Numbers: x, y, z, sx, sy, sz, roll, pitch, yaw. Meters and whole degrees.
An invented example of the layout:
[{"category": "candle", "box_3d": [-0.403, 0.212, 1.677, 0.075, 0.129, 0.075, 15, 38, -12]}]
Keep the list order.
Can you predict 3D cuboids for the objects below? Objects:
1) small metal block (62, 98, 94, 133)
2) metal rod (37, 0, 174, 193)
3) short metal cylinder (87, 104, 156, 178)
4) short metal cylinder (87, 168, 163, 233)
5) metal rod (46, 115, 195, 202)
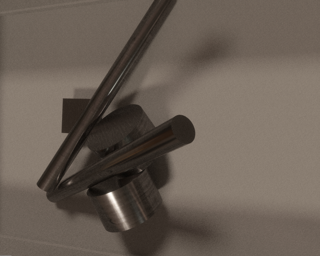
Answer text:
[{"category": "small metal block", "box_3d": [-0.113, -0.017, 0.449, 0.050, 0.025, 0.050, 3, 91, 19]}, {"category": "metal rod", "box_3d": [-0.074, -0.044, 0.414, 0.025, 0.025, 0.299, 34, 93, 16]}, {"category": "short metal cylinder", "box_3d": [-0.043, 0.015, 0.388, 0.080, 0.080, 0.050, -23, 122, 18]}, {"category": "short metal cylinder", "box_3d": [-0.044, 0.085, 0.389, 0.080, 0.080, 0.050, -20, 102, 18]}, {"category": "metal rod", "box_3d": [-0.070, 0.051, 0.358, 0.299, 0.025, 0.025, -29, 80, 47]}]
